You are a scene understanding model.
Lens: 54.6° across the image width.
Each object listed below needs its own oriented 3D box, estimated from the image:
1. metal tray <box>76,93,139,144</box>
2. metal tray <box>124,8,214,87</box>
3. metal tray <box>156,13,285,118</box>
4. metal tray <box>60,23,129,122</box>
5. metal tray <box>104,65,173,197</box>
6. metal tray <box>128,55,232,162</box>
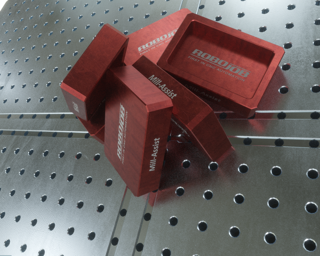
[{"bbox_3d":[-0.066,-0.050,0.471,0.130,0.030,0.090,-43,52,-2],"label":"metal tray"},{"bbox_3d":[0.007,-0.116,0.450,0.131,0.030,0.090,-29,54,-8],"label":"metal tray"},{"bbox_3d":[0.073,-0.080,0.385,0.130,0.030,0.090,27,75,14],"label":"metal tray"},{"bbox_3d":[-0.081,-0.063,0.393,0.030,0.130,0.090,33,76,-5],"label":"metal tray"},{"bbox_3d":[-0.031,0.005,0.361,0.030,0.129,0.090,-16,43,-30],"label":"metal tray"},{"bbox_3d":[0.021,-0.024,0.370,0.030,0.090,0.130,-44,51,-2],"label":"metal tray"}]
